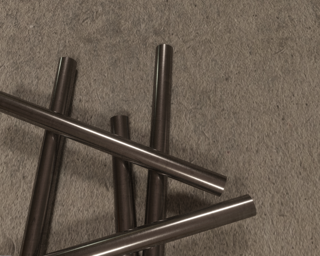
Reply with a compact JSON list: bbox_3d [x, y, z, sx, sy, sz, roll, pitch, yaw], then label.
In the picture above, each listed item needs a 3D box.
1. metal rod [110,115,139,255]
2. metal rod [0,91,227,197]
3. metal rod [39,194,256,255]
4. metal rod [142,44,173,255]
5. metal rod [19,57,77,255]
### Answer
[{"bbox_3d":[-0.039,0.127,0.361,0.025,0.025,0.299,-5,70,-2],"label":"metal rod"},{"bbox_3d":[-0.068,0.016,0.373,0.301,0.025,0.025,20,71,7],"label":"metal rod"},{"bbox_3d":[-0.042,0.125,0.334,0.302,0.025,0.025,-15,71,-6],"label":"metal rod"},{"bbox_3d":[-0.001,0.026,0.398,0.025,0.025,0.299,3,70,1],"label":"metal rod"},{"bbox_3d":[-0.140,0.046,0.389,0.025,0.025,0.299,3,70,1],"label":"metal rod"}]
